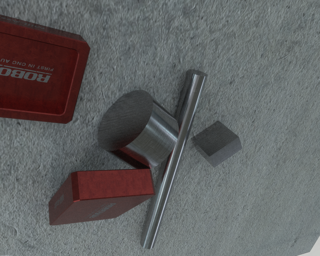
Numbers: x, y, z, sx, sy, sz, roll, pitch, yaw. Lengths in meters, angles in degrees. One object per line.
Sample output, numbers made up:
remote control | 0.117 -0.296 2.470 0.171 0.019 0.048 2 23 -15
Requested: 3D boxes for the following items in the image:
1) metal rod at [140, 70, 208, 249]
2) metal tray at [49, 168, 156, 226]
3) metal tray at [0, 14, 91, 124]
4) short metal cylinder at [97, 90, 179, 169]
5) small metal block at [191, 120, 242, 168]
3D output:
metal rod | 0.014 0.061 0.453 0.025 0.025 0.298 0 118 -29
metal tray | -0.074 0.085 0.371 0.091 0.030 0.129 2 153 -30
metal tray | -0.142 -0.056 0.291 0.131 0.030 0.089 6 115 -32
short metal cylinder | -0.025 0.003 0.360 0.080 0.080 0.050 -46 130 3
small metal block | 0.082 0.022 0.452 0.050 0.050 0.025 -33 129 -7
